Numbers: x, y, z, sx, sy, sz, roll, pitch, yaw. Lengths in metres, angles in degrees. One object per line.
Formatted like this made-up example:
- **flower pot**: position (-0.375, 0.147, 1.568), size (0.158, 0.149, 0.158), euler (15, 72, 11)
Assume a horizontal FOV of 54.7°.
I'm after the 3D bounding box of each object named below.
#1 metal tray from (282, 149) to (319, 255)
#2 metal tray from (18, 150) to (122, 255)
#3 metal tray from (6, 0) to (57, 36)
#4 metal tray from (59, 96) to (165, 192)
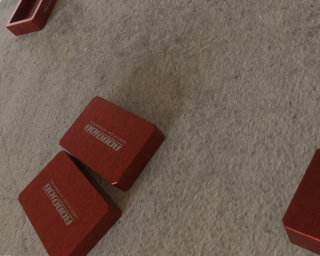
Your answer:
- **metal tray**: position (0.177, 0.069, 0.240), size (0.130, 0.030, 0.090), euler (14, 56, 43)
- **metal tray**: position (-0.121, 0.100, 0.401), size (0.090, 0.030, 0.130), euler (-48, 52, -6)
- **metal tray**: position (-0.294, -0.279, 0.722), size (0.090, 0.030, 0.130), euler (-2, 61, 26)
- **metal tray**: position (-0.069, 0.016, 0.425), size (0.130, 0.030, 0.090), euler (27, 76, 36)
